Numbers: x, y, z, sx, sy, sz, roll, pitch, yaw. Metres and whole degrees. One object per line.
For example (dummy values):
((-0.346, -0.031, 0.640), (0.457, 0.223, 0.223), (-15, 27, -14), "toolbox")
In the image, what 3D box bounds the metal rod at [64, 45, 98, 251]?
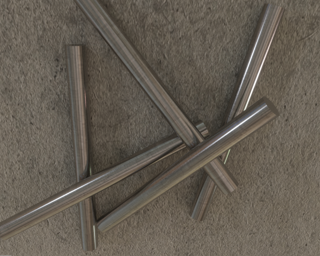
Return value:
((-0.104, 0.040, 0.423), (0.025, 0.025, 0.298), (1, 110, -1), "metal rod")

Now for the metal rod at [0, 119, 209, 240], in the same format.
((-0.074, 0.068, 0.411), (0.301, 0.025, 0.025), (-27, 108, 0), "metal rod")

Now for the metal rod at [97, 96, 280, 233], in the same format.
((0.014, 0.061, 0.387), (0.025, 0.025, 0.299), (41, 122, -14), "metal rod")

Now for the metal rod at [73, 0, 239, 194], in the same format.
((-0.001, -0.040, 0.374), (0.025, 0.025, 0.300), (-36, 99, 12), "metal rod")

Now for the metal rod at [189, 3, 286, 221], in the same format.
((0.094, -0.006, 0.408), (0.025, 0.025, 0.298), (14, 109, -5), "metal rod")
